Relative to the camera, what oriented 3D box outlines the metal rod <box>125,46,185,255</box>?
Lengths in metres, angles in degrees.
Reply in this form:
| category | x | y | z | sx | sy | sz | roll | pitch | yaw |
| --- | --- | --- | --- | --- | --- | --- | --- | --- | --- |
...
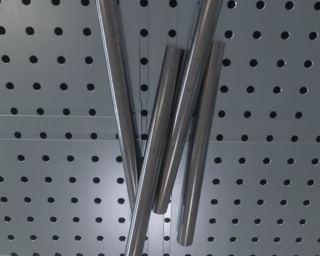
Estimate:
| category | x | y | z | sx | sy | sz | roll | pitch | yaw |
| --- | --- | --- | --- | --- | --- | --- | --- | --- | --- |
| metal rod | -0.011 | 0.045 | 0.412 | 0.025 | 0.025 | 0.298 | 11 | 103 | -4 |

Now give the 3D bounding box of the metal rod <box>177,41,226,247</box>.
| category | x | y | z | sx | sy | sz | roll | pitch | yaw |
| --- | --- | --- | --- | --- | --- | --- | --- | --- | --- |
| metal rod | 0.052 | 0.034 | 0.426 | 0.025 | 0.025 | 0.298 | 5 | 110 | -2 |

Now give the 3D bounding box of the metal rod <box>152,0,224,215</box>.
| category | x | y | z | sx | sy | sz | roll | pitch | yaw |
| --- | --- | --- | --- | --- | --- | --- | --- | --- | --- |
| metal rod | 0.028 | -0.014 | 0.397 | 0.025 | 0.025 | 0.298 | 11 | 114 | -4 |

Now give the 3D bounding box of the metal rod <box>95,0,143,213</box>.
| category | x | y | z | sx | sy | sz | roll | pitch | yaw |
| --- | --- | --- | --- | --- | --- | --- | --- | --- | --- |
| metal rod | -0.047 | -0.018 | 0.406 | 0.025 | 0.025 | 0.298 | -6 | 110 | 2 |
